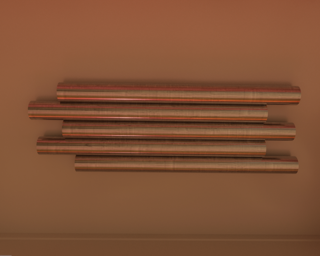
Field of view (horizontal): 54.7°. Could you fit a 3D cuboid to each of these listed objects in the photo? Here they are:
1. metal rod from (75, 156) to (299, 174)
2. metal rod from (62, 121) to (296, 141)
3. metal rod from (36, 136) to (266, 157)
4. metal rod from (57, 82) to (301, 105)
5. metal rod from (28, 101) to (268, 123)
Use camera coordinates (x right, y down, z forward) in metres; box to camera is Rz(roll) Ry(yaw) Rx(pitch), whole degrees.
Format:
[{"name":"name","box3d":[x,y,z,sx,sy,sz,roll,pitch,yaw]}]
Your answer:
[{"name":"metal rod","box3d":[0.037,0.050,0.429,0.302,0.025,0.025,1,110,-1]},{"name":"metal rod","box3d":[0.025,0.003,0.411,0.302,0.025,0.025,1,110,-1]},{"name":"metal rod","box3d":[-0.010,0.025,0.419,0.302,0.025,0.025,1,110,-1]},{"name":"metal rod","box3d":[0.024,-0.043,0.394,0.302,0.025,0.025,1,110,-1]},{"name":"metal rod","box3d":[-0.014,-0.021,0.402,0.302,0.025,0.025,1,110,-1]}]
